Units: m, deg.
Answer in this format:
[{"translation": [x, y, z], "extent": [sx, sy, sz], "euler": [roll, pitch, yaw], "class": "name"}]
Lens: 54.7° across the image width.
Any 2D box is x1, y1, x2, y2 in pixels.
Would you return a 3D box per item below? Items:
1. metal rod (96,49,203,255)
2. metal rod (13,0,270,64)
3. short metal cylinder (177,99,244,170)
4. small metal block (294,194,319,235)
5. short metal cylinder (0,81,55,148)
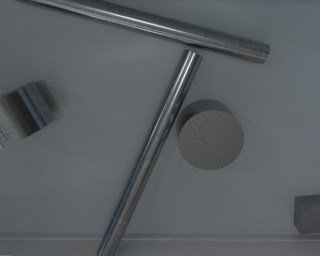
[{"translation": [-0.018, 0.043, 0.406], "extent": [0.025, 0.025, 0.298], "euler": [22, 100, -8], "class": "metal rod"}, {"translation": [-0.018, -0.124, 0.365], "extent": [0.302, 0.025, 0.025], "euler": [13, 110, -6], "class": "metal rod"}, {"translation": [0.063, 0.008, 0.402], "extent": [0.081, 0.050, 0.079], "euler": [0, 110, -1], "class": "short metal cylinder"}, {"translation": [0.231, 0.128, 0.462], "extent": [0.050, 0.025, 0.050], "euler": [-6, 110, 1], "class": "small metal block"}, {"translation": [-0.177, -0.016, 0.373], "extent": [0.080, 0.080, 0.050], "euler": [-21, 109, 7], "class": "short metal cylinder"}]
